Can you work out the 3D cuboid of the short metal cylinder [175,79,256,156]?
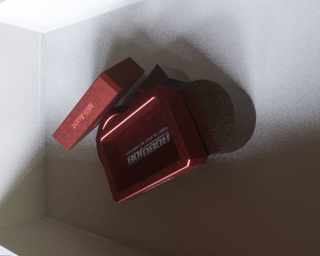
[{"bbox_3d":[0.057,-0.010,0.340,0.080,0.050,0.079,0,90,39],"label":"short metal cylinder"}]

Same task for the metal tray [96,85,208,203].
[{"bbox_3d":[-0.017,0.022,0.351,0.130,0.030,0.090,-35,68,39],"label":"metal tray"}]

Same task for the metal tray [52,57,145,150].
[{"bbox_3d":[-0.084,-0.034,0.427,0.030,0.090,0.129,44,120,-5],"label":"metal tray"}]

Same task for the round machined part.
[{"bbox_3d":[-0.040,0.019,0.426,0.098,0.042,0.097,0,90,39],"label":"round machined part"}]

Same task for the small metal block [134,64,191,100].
[{"bbox_3d":[0.005,-0.048,0.382,0.050,0.050,0.025,-50,61,27],"label":"small metal block"}]
